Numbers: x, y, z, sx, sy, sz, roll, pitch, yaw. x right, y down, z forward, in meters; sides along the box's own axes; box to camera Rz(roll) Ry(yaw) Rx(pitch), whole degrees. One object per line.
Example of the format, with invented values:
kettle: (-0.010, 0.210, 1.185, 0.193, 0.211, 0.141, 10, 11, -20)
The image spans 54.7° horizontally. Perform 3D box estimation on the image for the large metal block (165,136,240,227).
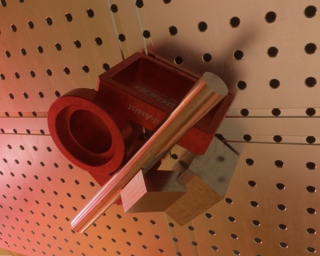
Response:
large metal block: (0.045, 0.063, 0.386, 0.050, 0.080, 0.080, 41, 129, -1)

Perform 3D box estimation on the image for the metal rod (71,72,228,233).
metal rod: (-0.034, 0.050, 0.341, 0.025, 0.025, 0.298, 42, 129, -1)

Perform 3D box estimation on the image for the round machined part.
round machined part: (-0.072, 0.000, 0.347, 0.098, 0.042, 0.097, 13, 124, 20)

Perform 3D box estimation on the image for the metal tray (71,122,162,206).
metal tray: (-0.064, 0.027, 0.417, 0.030, 0.090, 0.130, -33, 101, 38)

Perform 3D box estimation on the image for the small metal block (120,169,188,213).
small metal block: (-0.008, 0.069, 0.335, 0.050, 0.050, 0.025, -50, 45, 39)

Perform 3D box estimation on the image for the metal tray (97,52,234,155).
metal tray: (0.008, -0.033, 0.343, 0.130, 0.090, 0.030, 28, 129, 10)
